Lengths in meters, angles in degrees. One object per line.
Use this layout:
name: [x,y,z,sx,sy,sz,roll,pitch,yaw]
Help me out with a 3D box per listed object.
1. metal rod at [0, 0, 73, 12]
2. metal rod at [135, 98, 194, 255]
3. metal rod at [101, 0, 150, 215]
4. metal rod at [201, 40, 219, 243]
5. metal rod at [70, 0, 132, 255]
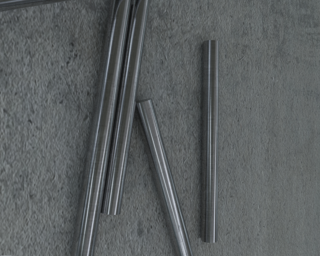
metal rod: [-0.105,-0.133,0.297,0.302,0.025,0.025,-25,106,-31]
metal rod: [0.015,0.107,0.417,0.025,0.025,0.298,-25,106,-37]
metal rod: [-0.039,-0.050,0.371,0.025,0.025,0.298,12,82,-39]
metal rod: [0.076,0.019,0.467,0.025,0.025,0.298,1,90,-40]
metal rod: [-0.065,-0.005,0.349,0.025,0.025,0.298,12,82,-39]
